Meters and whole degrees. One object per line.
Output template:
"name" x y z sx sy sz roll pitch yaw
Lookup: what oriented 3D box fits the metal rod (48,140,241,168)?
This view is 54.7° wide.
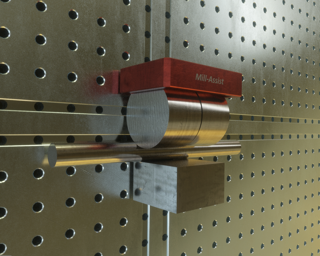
"metal rod" 0.007 0.030 0.410 0.302 0.025 0.025 1 90 -40

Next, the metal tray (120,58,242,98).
"metal tray" 0.028 -0.056 0.386 0.131 0.090 0.030 1 89 -40

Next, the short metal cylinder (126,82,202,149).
"short metal cylinder" 0.003 -0.016 0.373 0.050 0.080 0.079 1 90 -40

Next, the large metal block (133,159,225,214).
"large metal block" 0.023 0.067 0.388 0.081 0.080 0.050 1 90 -40

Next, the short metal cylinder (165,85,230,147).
"short metal cylinder" 0.043 -0.015 0.406 0.050 0.080 0.080 2 89 -40
